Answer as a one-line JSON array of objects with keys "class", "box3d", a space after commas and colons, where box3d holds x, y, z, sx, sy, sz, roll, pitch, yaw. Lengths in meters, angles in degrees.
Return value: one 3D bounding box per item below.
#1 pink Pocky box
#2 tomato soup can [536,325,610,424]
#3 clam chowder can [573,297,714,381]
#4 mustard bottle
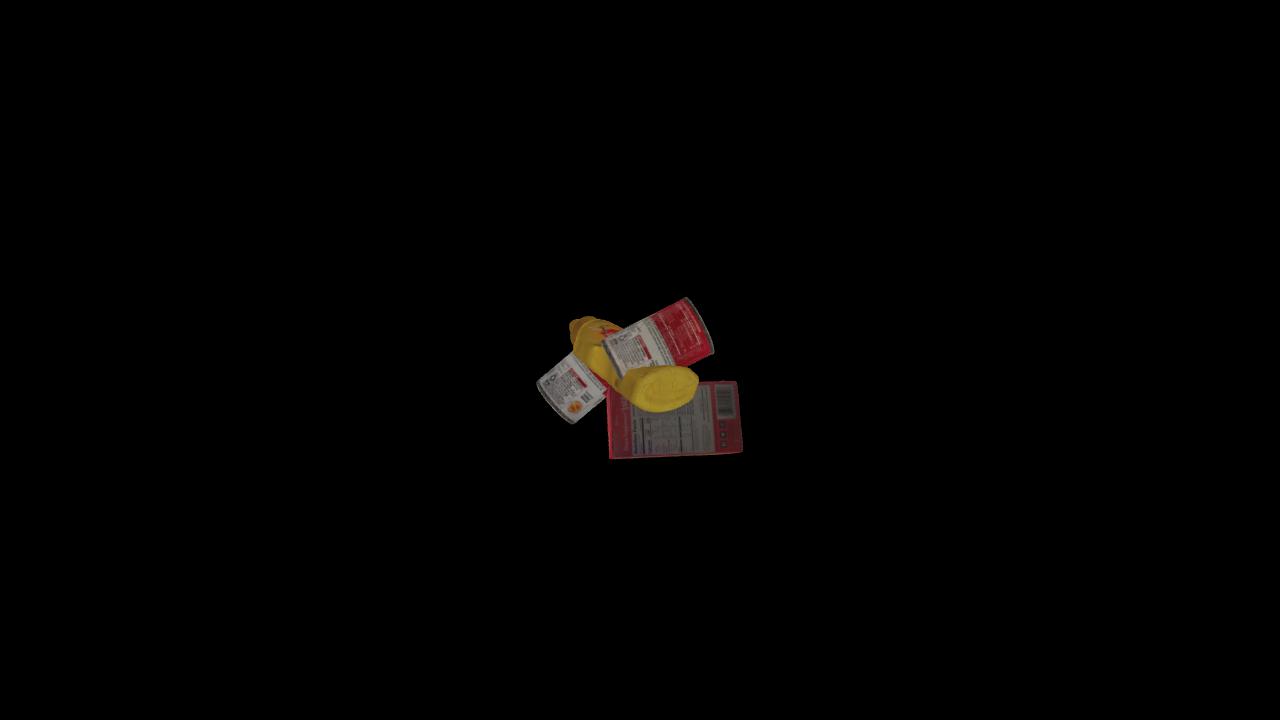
[{"class": "pink Pocky box", "box3d": [0.039, 0.068, 0.705, 0.155, 0.084, 0.029, -1, -12, -15]}, {"class": "tomato soup can", "box3d": [-0.060, 0.018, 0.705, 0.101, 0.068, 0.068, -41, 0, 1]}, {"class": "clam chowder can", "box3d": [0.018, -0.014, 0.645, 0.102, 0.068, 0.068, -27, 1, -3]}, {"class": "mustard bottle", "box3d": [-0.025, -0.005, 0.691, 0.092, 0.054, 0.184, -7, 28, -38]}]
